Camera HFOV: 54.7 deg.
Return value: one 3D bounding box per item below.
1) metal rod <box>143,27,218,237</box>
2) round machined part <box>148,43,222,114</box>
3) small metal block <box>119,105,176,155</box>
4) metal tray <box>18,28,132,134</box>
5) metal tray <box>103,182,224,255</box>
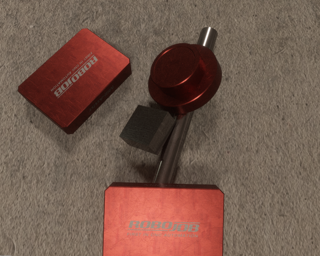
[{"bbox_3d":[0.028,-0.008,0.411,0.025,0.025,0.299,17,71,6],"label":"metal rod"},{"bbox_3d":[0.027,-0.071,0.403,0.098,0.042,0.098,-14,58,23],"label":"round machined part"},{"bbox_3d":[-0.016,0.002,0.396,0.050,0.025,0.050,16,67,37],"label":"small metal block"},{"bbox_3d":[-0.114,-0.067,0.429,0.090,0.030,0.130,38,74,12],"label":"metal tray"},{"bbox_3d":[0.004,0.110,0.351,0.131,0.030,0.089,2,89,0],"label":"metal tray"}]
